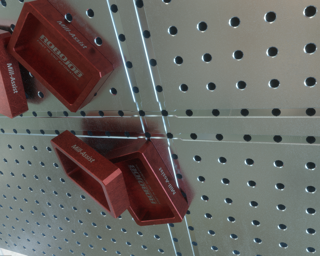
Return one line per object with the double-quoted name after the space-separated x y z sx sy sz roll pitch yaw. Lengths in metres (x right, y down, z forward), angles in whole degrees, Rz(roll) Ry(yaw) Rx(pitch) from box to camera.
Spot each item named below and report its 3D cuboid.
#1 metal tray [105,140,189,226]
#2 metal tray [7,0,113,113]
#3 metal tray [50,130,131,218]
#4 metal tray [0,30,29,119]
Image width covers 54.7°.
-0.025 0.088 0.473 0.090 0.030 0.130 -18 109 35 "metal tray"
-0.137 -0.095 0.419 0.130 0.030 0.090 45 129 -4 "metal tray"
-0.105 0.068 0.465 0.130 0.030 0.089 30 143 32 "metal tray"
-0.256 -0.088 0.478 0.090 0.030 0.129 20 127 26 "metal tray"
